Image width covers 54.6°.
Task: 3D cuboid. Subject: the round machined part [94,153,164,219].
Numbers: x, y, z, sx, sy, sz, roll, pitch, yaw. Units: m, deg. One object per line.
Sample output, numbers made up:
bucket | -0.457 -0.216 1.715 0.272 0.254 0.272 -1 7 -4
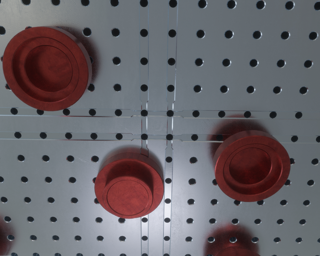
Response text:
round machined part | -0.043 0.087 0.436 0.099 0.042 0.097 0 110 0

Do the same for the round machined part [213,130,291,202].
round machined part | 0.121 0.048 0.423 0.099 0.042 0.097 0 110 0

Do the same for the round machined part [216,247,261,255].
round machined part | 0.121 0.229 0.489 0.099 0.042 0.097 0 110 0

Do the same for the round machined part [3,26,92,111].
round machined part | -0.132 -0.073 0.377 0.099 0.042 0.097 0 110 0
